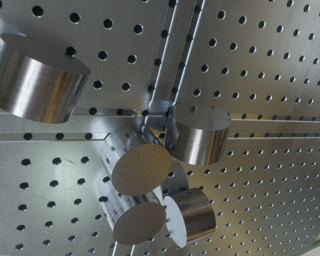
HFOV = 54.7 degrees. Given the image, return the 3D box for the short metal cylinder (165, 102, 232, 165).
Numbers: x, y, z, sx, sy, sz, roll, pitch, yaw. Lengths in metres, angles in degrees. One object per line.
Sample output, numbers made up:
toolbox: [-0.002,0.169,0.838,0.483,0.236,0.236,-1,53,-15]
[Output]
short metal cylinder: [0.049,0.005,0.407,0.081,0.080,0.050,-7,122,-26]

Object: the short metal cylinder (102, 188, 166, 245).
short metal cylinder: [-0.038,0.123,0.452,0.081,0.050,0.079,-14,125,-21]

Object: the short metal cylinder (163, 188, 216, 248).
short metal cylinder: [0.044,0.140,0.489,0.050,0.080,0.079,-12,124,-22]

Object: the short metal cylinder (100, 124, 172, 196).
short metal cylinder: [-0.032,0.042,0.405,0.081,0.050,0.079,-14,125,-21]

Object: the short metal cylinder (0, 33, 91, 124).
short metal cylinder: [-0.112,-0.046,0.287,0.081,0.080,0.050,16,110,-35]
